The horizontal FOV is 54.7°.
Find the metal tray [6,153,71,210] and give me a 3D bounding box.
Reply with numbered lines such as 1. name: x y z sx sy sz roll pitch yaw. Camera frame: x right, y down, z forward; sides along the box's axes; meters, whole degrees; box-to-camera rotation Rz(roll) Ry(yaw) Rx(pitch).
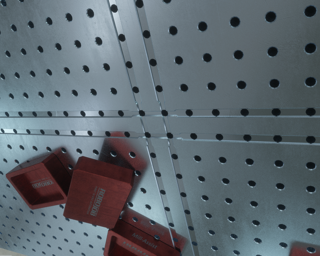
1. metal tray: -0.224 0.105 0.587 0.130 0.030 0.090 -18 109 34

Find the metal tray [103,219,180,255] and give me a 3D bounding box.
1. metal tray: -0.037 0.232 0.568 0.130 0.030 0.089 25 127 12

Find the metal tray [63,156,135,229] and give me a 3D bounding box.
1. metal tray: -0.102 0.110 0.507 0.091 0.030 0.129 17 128 -9
